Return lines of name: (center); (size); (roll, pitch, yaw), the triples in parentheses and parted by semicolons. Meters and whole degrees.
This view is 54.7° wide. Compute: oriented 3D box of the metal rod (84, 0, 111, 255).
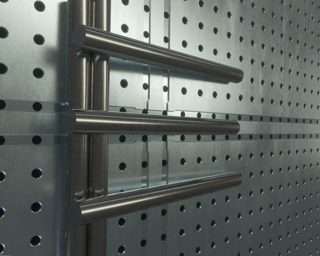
metal rod: (-0.071, 0.001, 0.351); (0.025, 0.025, 0.298); (1, 89, -40)

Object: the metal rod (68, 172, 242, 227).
metal rod: (0.022, 0.085, 0.411); (0.302, 0.025, 0.025); (1, 90, -46)

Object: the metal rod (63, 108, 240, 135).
metal rod: (0.018, -0.004, 0.406); (0.302, 0.025, 0.025); (2, 89, -46)

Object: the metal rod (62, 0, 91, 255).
metal rod: (-0.090, 0.009, 0.334); (0.025, 0.025, 0.298); (1, 89, -40)

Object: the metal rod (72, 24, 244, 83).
metal rod: (0.025, -0.089, 0.413); (0.302, 0.025, 0.025); (1, 90, -46)
